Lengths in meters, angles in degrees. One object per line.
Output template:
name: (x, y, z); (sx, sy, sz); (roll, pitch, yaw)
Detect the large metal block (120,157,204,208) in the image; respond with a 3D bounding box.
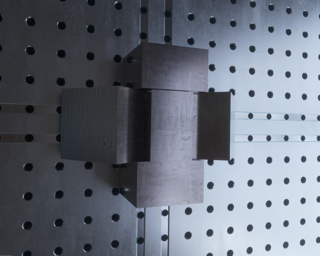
large metal block: (-0.001, 0.061, 0.383); (0.081, 0.080, 0.050); (1, 90, -20)

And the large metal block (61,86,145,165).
large metal block: (-0.065, -0.004, 0.353); (0.050, 0.080, 0.079); (0, 91, -60)

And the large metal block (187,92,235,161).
large metal block: (0.069, -0.002, 0.401); (0.050, 0.080, 0.079); (1, 89, 17)

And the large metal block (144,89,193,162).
large metal block: (0.000, -0.002, 0.383); (0.050, 0.080, 0.079); (1, 90, -20)

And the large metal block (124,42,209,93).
large metal block: (0.005, -0.068, 0.385); (0.081, 0.080, 0.050); (1, 90, -20)
